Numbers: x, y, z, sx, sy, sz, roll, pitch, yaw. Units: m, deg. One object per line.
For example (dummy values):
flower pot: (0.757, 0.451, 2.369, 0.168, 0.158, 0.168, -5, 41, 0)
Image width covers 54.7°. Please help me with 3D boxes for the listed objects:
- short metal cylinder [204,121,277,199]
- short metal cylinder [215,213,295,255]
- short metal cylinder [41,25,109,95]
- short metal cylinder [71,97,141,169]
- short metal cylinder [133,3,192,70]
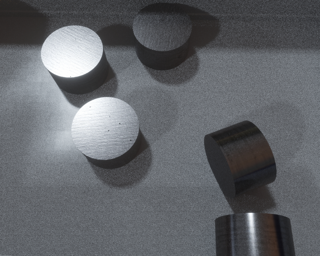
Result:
short metal cylinder: (0.093, 0.037, 0.368, 0.050, 0.080, 0.080, -20, 72, -7)
short metal cylinder: (0.101, 0.125, 0.333, 0.081, 0.080, 0.050, 3, 62, 0)
short metal cylinder: (-0.115, -0.093, 0.429, 0.081, 0.050, 0.080, 0, 70, 0)
short metal cylinder: (-0.065, 0.008, 0.393, 0.081, 0.050, 0.080, 0, 70, 0)
short metal cylinder: (0.003, -0.130, 0.444, 0.081, 0.050, 0.080, 0, 70, 0)
